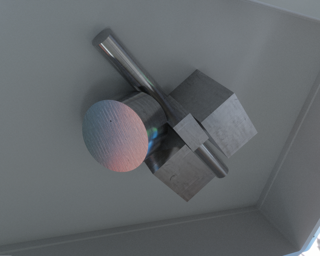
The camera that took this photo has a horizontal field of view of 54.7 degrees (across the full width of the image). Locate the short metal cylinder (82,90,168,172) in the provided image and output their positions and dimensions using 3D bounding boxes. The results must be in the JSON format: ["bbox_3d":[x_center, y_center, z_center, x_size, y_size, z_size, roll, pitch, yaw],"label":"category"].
[{"bbox_3d":[-0.038,0.002,0.345,0.050,0.080,0.079,-36,145,-60],"label":"short metal cylinder"}]

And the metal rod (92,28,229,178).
[{"bbox_3d":[0.021,-0.011,0.414,0.025,0.025,0.300,-43,130,1],"label":"metal rod"}]

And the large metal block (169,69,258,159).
[{"bbox_3d":[0.068,-0.019,0.400,0.050,0.080,0.080,-42,130,1],"label":"large metal block"}]

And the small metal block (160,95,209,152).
[{"bbox_3d":[0.026,-0.006,0.373,0.025,0.050,0.050,-42,130,0],"label":"small metal block"}]

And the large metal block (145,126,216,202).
[{"bbox_3d":[0.015,0.038,0.406,0.050,0.080,0.080,-43,130,1],"label":"large metal block"}]
